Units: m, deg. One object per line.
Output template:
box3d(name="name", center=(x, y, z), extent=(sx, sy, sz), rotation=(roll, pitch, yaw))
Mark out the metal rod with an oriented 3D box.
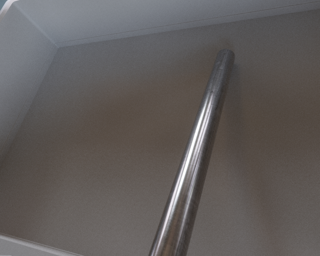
box3d(name="metal rod", center=(0.046, -0.001, 0.313), extent=(0.025, 0.025, 0.301), rotation=(-5, 37, 26))
